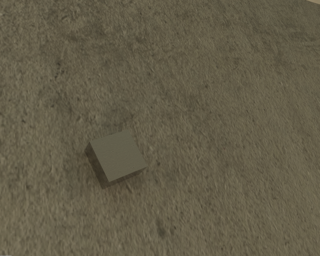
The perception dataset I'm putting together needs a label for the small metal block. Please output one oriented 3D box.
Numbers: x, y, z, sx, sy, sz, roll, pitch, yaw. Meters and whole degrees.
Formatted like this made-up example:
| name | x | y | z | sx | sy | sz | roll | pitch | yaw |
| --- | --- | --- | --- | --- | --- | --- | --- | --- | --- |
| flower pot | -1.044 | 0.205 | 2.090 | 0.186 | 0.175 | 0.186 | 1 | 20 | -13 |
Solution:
| name | x | y | z | sx | sy | sz | roll | pitch | yaw |
| --- | --- | --- | --- | --- | --- | --- | --- | --- | --- |
| small metal block | -0.051 | 0.035 | 0.355 | 0.050 | 0.025 | 0.050 | -18 | 71 | -35 |
